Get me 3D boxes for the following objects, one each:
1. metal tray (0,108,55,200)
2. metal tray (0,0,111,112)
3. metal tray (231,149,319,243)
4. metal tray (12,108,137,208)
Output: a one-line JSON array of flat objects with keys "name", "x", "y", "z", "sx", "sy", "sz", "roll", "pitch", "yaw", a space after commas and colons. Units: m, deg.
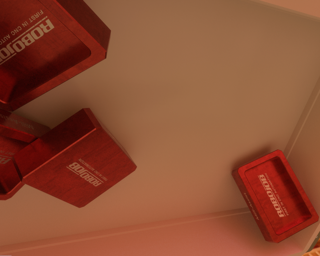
[{"name": "metal tray", "x": -0.167, "y": 0.025, "z": 0.291, "sx": 0.090, "sy": 0.030, "sz": 0.130, "roll": -44, "pitch": 158, "yaw": 3}, {"name": "metal tray", "x": -0.118, "y": -0.070, "z": 0.254, "sx": 0.130, "sy": 0.030, "sz": 0.090, "roll": -22, "pitch": 136, "yaw": 26}, {"name": "metal tray", "x": 0.191, "y": 0.112, "z": 0.519, "sx": 0.091, "sy": 0.130, "sz": 0.030, "roll": -22, "pitch": 167, "yaw": -13}, {"name": "metal tray", "x": -0.087, "y": 0.041, "z": 0.352, "sx": 0.090, "sy": 0.030, "sz": 0.130, "roll": -35, "pitch": 152, "yaw": -5}]
